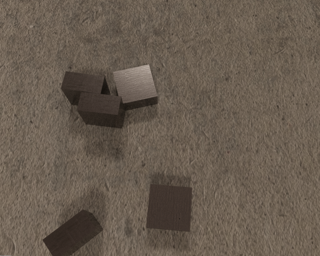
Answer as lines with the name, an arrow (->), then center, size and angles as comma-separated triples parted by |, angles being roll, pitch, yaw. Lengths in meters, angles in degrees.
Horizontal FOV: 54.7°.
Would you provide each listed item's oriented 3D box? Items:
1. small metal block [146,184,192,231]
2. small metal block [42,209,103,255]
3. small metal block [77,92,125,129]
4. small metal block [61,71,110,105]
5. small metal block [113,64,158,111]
small metal block -> 0.011, 0.096, 0.373 | 0.050, 0.025, 0.050 | 5, 70, 1
small metal block -> -0.096, 0.120, 0.350 | 0.050, 0.050, 0.025 | -36, 74, -12
small metal block -> -0.074, -0.022, 0.402 | 0.050, 0.050, 0.025 | 7, 70, 2
small metal block -> -0.097, -0.049, 0.412 | 0.050, 0.050, 0.025 | 8, 70, 2
small metal block -> -0.034, -0.055, 0.428 | 0.050, 0.025, 0.050 | -13, 71, -5
